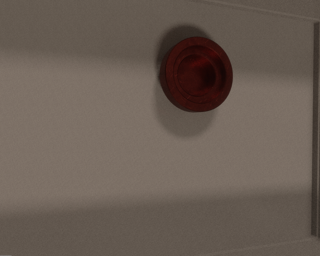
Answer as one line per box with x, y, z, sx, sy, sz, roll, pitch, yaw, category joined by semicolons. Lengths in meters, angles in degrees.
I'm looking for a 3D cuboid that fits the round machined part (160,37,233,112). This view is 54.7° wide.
0.045;-0.070;0.419;0.099;0.042;0.097;0;90;-21;round machined part
